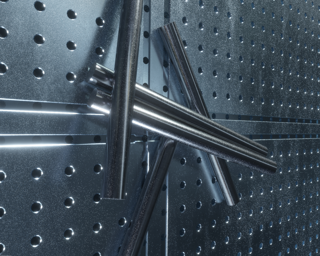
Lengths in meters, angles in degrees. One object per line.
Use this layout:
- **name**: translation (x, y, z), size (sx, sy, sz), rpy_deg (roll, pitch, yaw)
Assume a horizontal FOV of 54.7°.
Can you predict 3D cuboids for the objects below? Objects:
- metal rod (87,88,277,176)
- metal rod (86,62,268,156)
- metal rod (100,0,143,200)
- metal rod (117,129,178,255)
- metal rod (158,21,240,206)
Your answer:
- **metal rod**: translation (0.049, 0.015, 0.413), size (0.302, 0.025, 0.025), rpy_deg (21, 77, -28)
- **metal rod**: translation (0.043, -0.011, 0.422), size (0.302, 0.025, 0.025), rpy_deg (23, 75, -30)
- **metal rod**: translation (-0.037, -0.074, 0.345), size (0.025, 0.025, 0.299), rpy_deg (17, 69, -39)
- **metal rod**: translation (-0.032, 0.139, 0.384), size (0.025, 0.025, 0.299), rpy_deg (32, 70, -36)
- **metal rod**: translation (0.064, -0.010, 0.465), size (0.025, 0.025, 0.299), rpy_deg (-36, 113, -34)
